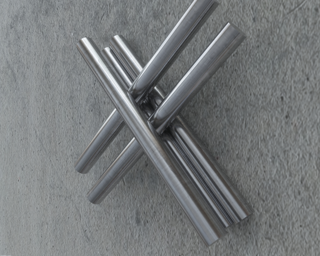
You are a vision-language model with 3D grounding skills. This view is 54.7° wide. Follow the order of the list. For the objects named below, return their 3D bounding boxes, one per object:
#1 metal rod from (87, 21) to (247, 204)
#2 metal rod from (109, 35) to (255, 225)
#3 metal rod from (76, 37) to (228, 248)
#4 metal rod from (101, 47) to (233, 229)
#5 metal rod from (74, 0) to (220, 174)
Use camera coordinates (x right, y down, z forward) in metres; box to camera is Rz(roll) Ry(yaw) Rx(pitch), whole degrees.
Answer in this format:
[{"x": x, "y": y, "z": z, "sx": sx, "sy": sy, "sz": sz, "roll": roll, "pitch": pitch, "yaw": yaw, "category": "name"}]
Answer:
[{"x": -0.009, "y": 0.001, "z": 0.379, "sx": 0.299, "sy": 0.025, "sz": 0.025, "roll": -49, "pitch": 61, "yaw": 28, "category": "metal rod"}, {"x": 0.014, "y": -0.015, "z": 0.393, "sx": 0.025, "sy": 0.025, "sz": 0.299, "roll": -49, "pitch": 61, "yaw": 28, "category": "metal rod"}, {"x": -0.024, "y": -0.003, "z": 0.359, "sx": 0.025, "sy": 0.025, "sz": 0.299, "roll": -50, "pitch": 61, "yaw": 28, "category": "metal rod"}, {"x": -0.002, "y": -0.001, "z": 0.406, "sx": 0.025, "sy": 0.025, "sz": 0.299, "roll": -49, "pitch": 61, "yaw": 28, "category": "metal rod"}, {"x": -0.032, "y": -0.040, "z": 0.398, "sx": 0.299, "sy": 0.025, "sz": 0.025, "roll": -49, "pitch": 61, "yaw": 28, "category": "metal rod"}]
